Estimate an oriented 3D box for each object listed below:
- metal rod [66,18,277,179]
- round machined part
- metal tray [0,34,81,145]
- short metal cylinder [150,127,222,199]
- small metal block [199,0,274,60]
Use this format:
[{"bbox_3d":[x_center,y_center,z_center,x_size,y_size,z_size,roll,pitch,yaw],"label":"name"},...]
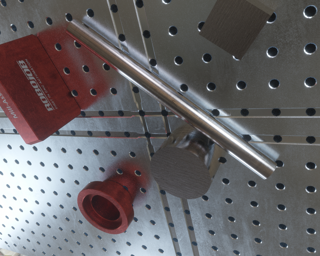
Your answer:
[{"bbox_3d":[0.012,-0.037,0.380,0.301,0.025,0.025,37,129,3],"label":"metal rod"},{"bbox_3d":[-0.087,0.128,0.523,0.098,0.042,0.097,13,124,20],"label":"round machined part"},{"bbox_3d":[-0.177,-0.054,0.426,0.030,0.090,0.130,-16,110,34],"label":"metal tray"},{"bbox_3d":[0.034,0.045,0.404,0.080,0.050,0.079,13,124,20],"label":"short metal cylinder"},{"bbox_3d":[0.075,-0.104,0.307,0.050,0.025,0.050,34,129,5],"label":"small metal block"}]
